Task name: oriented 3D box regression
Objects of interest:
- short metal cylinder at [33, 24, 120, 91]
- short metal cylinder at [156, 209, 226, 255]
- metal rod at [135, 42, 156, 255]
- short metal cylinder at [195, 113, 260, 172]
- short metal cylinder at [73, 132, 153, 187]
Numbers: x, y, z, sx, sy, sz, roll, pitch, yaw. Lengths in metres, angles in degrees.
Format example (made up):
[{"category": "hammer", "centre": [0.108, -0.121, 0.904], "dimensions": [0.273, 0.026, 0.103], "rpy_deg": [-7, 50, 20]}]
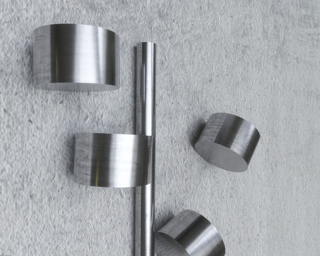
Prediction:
[{"category": "short metal cylinder", "centre": [-0.080, -0.064, 0.302], "dimensions": [0.081, 0.080, 0.050], "rpy_deg": [-1, 91, -40]}, {"category": "short metal cylinder", "centre": [0.036, 0.154, 0.400], "dimensions": [0.050, 0.080, 0.080], "rpy_deg": [-30, 109, -36]}, {"category": "metal rod", "centre": [-0.018, 0.044, 0.389], "dimensions": [0.025, 0.025, 0.298], "rpy_deg": [1, 90, -40]}, {"category": "short metal cylinder", "centre": [0.098, 0.022, 0.451], "dimensions": [0.080, 0.080, 0.050], "rpy_deg": [45, 63, -31]}, {"category": "short metal cylinder", "centre": [-0.049, 0.031, 0.328], "dimensions": [0.081, 0.080, 0.050], "rpy_deg": [4, 88, -40]}]
